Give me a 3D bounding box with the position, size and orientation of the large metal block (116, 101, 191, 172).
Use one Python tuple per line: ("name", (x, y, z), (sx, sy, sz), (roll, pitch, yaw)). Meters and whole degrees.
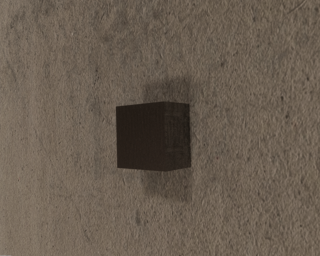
("large metal block", (-0.009, 0.011, 0.394), (0.080, 0.050, 0.079), (-2, 89, 39))
